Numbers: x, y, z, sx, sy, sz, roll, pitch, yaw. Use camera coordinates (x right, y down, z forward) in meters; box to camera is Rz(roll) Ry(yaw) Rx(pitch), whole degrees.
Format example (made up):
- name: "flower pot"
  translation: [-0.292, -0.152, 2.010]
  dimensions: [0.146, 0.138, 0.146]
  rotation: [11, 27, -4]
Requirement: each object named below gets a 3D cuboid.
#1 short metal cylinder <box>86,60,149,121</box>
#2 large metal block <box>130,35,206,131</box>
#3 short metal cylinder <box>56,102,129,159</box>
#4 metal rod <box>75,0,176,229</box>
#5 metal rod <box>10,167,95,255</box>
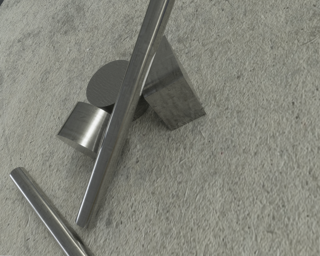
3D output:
- name: "short metal cylinder"
  translation: [-0.059, -0.052, 0.451]
  dimensions: [0.080, 0.050, 0.080]
  rotation: [-13, 56, 21]
- name: "large metal block"
  translation: [0.011, -0.056, 0.397]
  dimensions: [0.050, 0.080, 0.080]
  rotation: [-27, 52, 11]
- name: "short metal cylinder"
  translation: [-0.088, 0.008, 0.410]
  dimensions: [0.080, 0.080, 0.050]
  rotation: [16, 70, 34]
- name: "metal rod"
  translation: [-0.041, -0.019, 0.352]
  dimensions: [0.025, 0.025, 0.298]
  rotation: [30, 105, 37]
- name: "metal rod"
  translation: [-0.117, 0.134, 0.382]
  dimensions: [0.300, 0.025, 0.025]
  rotation: [32, 80, 38]
